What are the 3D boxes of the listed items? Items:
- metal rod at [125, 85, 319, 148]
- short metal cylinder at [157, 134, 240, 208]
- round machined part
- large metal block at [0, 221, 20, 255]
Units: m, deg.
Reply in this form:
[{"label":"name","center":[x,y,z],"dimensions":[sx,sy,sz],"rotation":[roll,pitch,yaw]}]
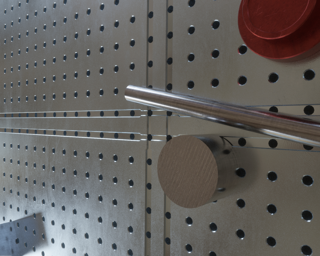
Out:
[{"label":"metal rod","center":[0.071,-0.017,0.350],"dimensions":[0.300,0.025,0.025],"rotation":[16,101,38]},{"label":"short metal cylinder","center":[0.044,0.047,0.357],"dimensions":[0.080,0.050,0.080],"rotation":[0,90,40]},{"label":"round machined part","center":[0.120,-0.116,0.299],"dimensions":[0.098,0.042,0.097],"rotation":[0,90,40]},{"label":"large metal block","center":[-0.363,0.264,0.694],"dimensions":[0.080,0.050,0.080],"rotation":[-32,70,35]}]
